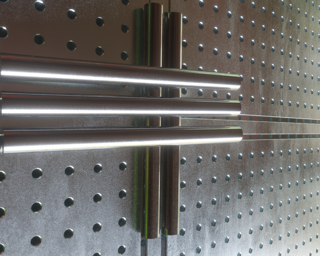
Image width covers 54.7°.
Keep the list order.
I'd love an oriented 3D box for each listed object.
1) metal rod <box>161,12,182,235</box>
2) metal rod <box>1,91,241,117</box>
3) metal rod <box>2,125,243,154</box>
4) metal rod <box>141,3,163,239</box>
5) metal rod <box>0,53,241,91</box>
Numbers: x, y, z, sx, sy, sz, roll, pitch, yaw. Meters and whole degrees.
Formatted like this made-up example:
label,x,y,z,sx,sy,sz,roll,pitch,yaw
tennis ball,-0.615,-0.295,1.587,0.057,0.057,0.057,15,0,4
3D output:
label,x,y,z,sx,sy,sz,roll,pitch,yaw
metal rod,0.016,-0.006,0.425,0.025,0.025,0.298,1,89,-40
metal rod,-0.020,-0.026,0.368,0.303,0.025,0.025,-2,91,-32
metal rod,-0.018,0.010,0.368,0.303,0.025,0.025,-1,91,-32
metal rod,-0.010,-0.010,0.403,0.025,0.025,0.298,1,89,-40
metal rod,-0.020,-0.062,0.367,0.303,0.025,0.025,-2,92,-32
